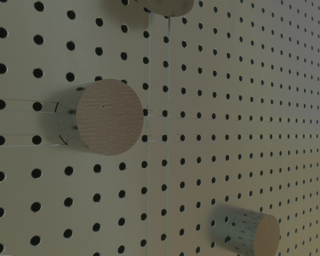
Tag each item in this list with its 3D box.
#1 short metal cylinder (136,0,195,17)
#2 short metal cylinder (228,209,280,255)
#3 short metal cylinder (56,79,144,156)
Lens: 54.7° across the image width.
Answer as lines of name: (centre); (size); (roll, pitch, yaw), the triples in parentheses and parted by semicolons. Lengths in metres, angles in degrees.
short metal cylinder: (0.009, -0.184, 0.383); (0.080, 0.080, 0.050); (27, 73, -37)
short metal cylinder: (0.162, 0.184, 0.533); (0.081, 0.050, 0.079); (0, 90, -40)
short metal cylinder: (-0.065, -0.011, 0.340); (0.081, 0.050, 0.079); (0, 90, -40)
